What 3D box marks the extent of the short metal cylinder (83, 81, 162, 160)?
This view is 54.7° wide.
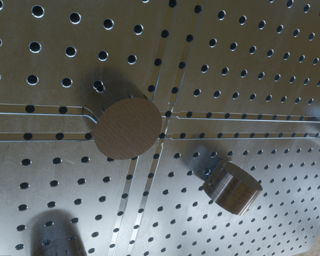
[{"bbox_3d":[-0.045,-0.009,0.366,0.081,0.050,0.079,-14,125,-21],"label":"short metal cylinder"}]

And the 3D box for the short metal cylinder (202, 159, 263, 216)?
[{"bbox_3d":[0.117,0.095,0.501,0.080,0.080,0.050,21,107,-36],"label":"short metal cylinder"}]

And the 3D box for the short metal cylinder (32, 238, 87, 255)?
[{"bbox_3d":[-0.142,0.207,0.446,0.081,0.050,0.079,-14,125,-21],"label":"short metal cylinder"}]
